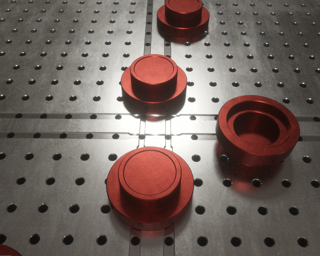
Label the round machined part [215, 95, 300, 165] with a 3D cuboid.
[{"bbox_3d":[0.120,0.007,0.393,0.099,0.042,0.098,0,50,0],"label":"round machined part"}]

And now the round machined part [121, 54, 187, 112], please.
[{"bbox_3d":[-0.009,-0.072,0.457,0.099,0.042,0.098,1,50,0],"label":"round machined part"}]

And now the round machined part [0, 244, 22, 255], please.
[{"bbox_3d":[-0.153,0.155,0.265,0.099,0.042,0.098,0,50,0],"label":"round machined part"}]

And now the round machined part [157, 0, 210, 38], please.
[{"bbox_3d":[0.043,-0.213,0.576,0.099,0.042,0.098,0,50,0],"label":"round machined part"}]

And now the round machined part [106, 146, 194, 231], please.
[{"bbox_3d":[-0.011,0.059,0.347,0.099,0.042,0.098,0,50,0],"label":"round machined part"}]
